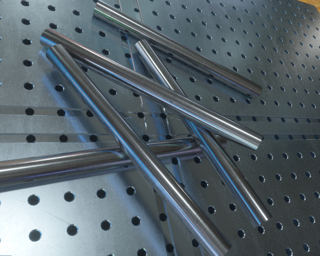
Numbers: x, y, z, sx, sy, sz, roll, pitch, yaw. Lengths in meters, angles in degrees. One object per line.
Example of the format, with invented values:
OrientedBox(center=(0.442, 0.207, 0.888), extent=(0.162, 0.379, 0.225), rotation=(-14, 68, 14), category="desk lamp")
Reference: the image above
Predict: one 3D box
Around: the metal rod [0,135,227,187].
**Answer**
OrientedBox(center=(-0.041, 0.033, 0.367), extent=(0.303, 0.025, 0.025), rotation=(-6, 65, -31), category="metal rod")

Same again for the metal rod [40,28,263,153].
OrientedBox(center=(-0.015, -0.049, 0.390), extent=(0.301, 0.025, 0.025), rotation=(27, 51, 5), category="metal rod")

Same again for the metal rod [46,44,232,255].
OrientedBox(center=(-0.033, 0.017, 0.348), extent=(0.025, 0.025, 0.300), rotation=(-31, 74, -38), category="metal rod")

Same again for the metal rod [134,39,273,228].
OrientedBox(center=(0.044, -0.009, 0.410), extent=(0.025, 0.025, 0.299), rotation=(-14, 61, -34), category="metal rod")

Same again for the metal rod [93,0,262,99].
OrientedBox(center=(0.037, -0.122, 0.504), extent=(0.302, 0.025, 0.025), rotation=(24, 53, -14), category="metal rod")
